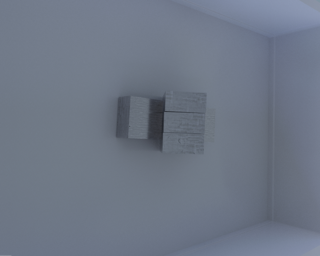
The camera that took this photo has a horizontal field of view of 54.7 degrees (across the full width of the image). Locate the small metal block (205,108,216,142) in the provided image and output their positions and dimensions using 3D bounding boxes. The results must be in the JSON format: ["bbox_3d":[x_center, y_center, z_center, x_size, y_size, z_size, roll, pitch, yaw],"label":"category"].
[{"bbox_3d":[0.054,-0.005,0.453,0.050,0.025,0.050,4,88,-40],"label":"small metal block"}]

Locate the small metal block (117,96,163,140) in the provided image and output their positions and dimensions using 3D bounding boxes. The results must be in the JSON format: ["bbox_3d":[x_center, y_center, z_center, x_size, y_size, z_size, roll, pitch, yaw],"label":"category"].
[{"bbox_3d":[-0.025,-0.012,0.386,0.050,0.025,0.050,5,87,-40],"label":"small metal block"}]

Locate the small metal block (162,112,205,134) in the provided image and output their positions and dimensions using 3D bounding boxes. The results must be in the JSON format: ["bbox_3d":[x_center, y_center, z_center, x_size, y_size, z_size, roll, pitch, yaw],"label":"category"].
[{"bbox_3d":[0.028,-0.006,0.401,0.050,0.050,0.025,2,88,-4],"label":"small metal block"}]

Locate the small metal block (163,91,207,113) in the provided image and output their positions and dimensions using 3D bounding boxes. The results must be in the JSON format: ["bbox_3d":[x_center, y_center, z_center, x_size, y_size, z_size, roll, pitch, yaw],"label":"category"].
[{"bbox_3d":[0.030,-0.031,0.402,0.050,0.050,0.025,3,88,-4],"label":"small metal block"}]

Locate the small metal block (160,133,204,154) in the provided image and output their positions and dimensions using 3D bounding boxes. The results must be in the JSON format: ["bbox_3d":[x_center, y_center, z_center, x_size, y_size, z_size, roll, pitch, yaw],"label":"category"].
[{"bbox_3d":[0.027,0.020,0.400,0.050,0.050,0.025,2,88,-4],"label":"small metal block"}]
